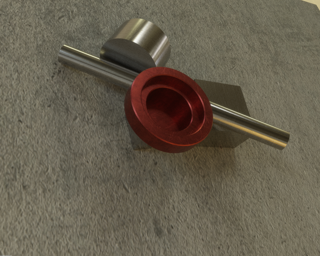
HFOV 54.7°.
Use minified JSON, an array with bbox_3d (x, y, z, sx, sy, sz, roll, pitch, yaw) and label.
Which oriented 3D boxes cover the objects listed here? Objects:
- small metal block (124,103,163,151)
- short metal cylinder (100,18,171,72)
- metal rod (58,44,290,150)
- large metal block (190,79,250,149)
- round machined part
[{"bbox_3d":[-0.019,-0.006,0.384,0.025,0.050,0.050,-2,63,-30],"label":"small metal block"},{"bbox_3d":[-0.032,-0.097,0.413,0.080,0.080,0.050,33,51,-8],"label":"short metal cylinder"},{"bbox_3d":[0.016,-0.039,0.391,0.301,0.025,0.025,22,52,2],"label":"metal rod"},{"bbox_3d":[0.080,-0.018,0.446,0.081,0.050,0.080,4,60,-27],"label":"large metal block"},{"bbox_3d":[0.006,-0.016,0.346,0.099,0.042,0.098,13,57,-22],"label":"round machined part"}]
